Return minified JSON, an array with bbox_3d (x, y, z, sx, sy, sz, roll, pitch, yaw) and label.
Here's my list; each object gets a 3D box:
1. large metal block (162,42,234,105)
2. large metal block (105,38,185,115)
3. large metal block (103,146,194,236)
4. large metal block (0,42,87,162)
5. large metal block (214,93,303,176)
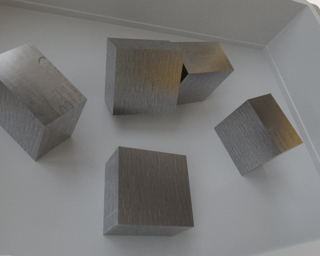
[{"bbox_3d":[0.042,-0.076,0.439,0.081,0.080,0.050,-11,68,-33],"label":"large metal block"},{"bbox_3d":[-0.022,-0.064,0.382,0.081,0.079,0.050,-3,29,-21],"label":"large metal block"},{"bbox_3d":[-0.015,0.071,0.338,0.081,0.050,0.080,10,58,-23],"label":"large metal block"},{"bbox_3d":[-0.129,-0.024,0.315,0.080,0.080,0.050,45,51,3],"label":"large metal block"},{"bbox_3d":[0.135,0.010,0.437,0.050,0.080,0.080,-16,70,-34],"label":"large metal block"}]
